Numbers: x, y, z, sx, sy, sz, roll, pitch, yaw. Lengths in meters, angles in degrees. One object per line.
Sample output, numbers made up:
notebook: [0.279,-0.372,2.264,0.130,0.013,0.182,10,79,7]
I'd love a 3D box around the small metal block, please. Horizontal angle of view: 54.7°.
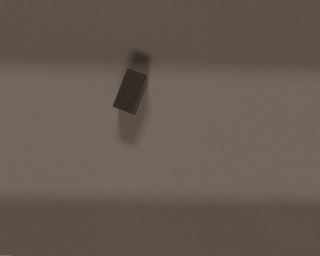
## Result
small metal block: [-0.037,-0.045,0.398,0.025,0.050,0.050,21,90,0]
